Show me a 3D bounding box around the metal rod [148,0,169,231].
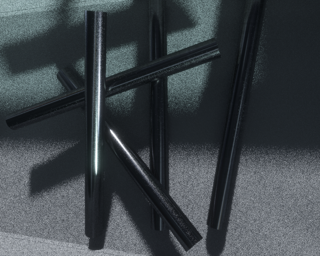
[{"bbox_3d":[-0.002,-0.018,0.410,0.025,0.025,0.298,-1,90,19],"label":"metal rod"}]

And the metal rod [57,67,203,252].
[{"bbox_3d":[-0.051,0.027,0.408,0.025,0.025,0.300,-45,69,14],"label":"metal rod"}]

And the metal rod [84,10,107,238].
[{"bbox_3d":[-0.083,0.009,0.396,0.025,0.025,0.298,11,110,19],"label":"metal rod"}]

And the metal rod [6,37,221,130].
[{"bbox_3d":[-0.071,-0.052,0.402,0.301,0.025,0.025,-17,84,15],"label":"metal rod"}]

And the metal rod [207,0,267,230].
[{"bbox_3d":[0.094,-0.025,0.377,0.025,0.025,0.298,10,93,19],"label":"metal rod"}]
